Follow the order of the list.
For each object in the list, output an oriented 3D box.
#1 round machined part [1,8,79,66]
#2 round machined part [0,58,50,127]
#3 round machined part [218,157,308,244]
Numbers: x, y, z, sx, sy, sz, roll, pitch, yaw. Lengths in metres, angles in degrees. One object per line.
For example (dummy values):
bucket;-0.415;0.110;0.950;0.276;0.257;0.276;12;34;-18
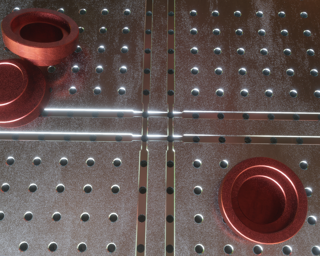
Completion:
round machined part;-0.165;-0.124;0.434;0.099;0.042;0.098;9;47;-9
round machined part;-0.206;-0.053;0.421;0.099;0.042;0.098;0;70;0
round machined part;0.119;0.087;0.372;0.099;0.042;0.098;0;70;0
